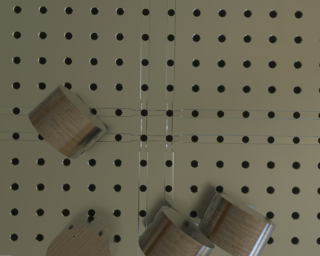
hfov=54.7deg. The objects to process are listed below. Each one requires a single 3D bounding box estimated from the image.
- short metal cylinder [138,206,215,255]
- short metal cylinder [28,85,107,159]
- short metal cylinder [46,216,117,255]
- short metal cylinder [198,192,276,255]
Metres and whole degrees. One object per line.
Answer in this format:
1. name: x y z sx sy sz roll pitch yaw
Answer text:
1. short metal cylinder: 0.020 0.143 0.386 0.080 0.080 0.050 35 90 0
2. short metal cylinder: -0.113 -0.008 0.385 0.050 0.080 0.080 -43 90 0
3. short metal cylinder: -0.099 0.161 0.400 0.081 0.050 0.079 0 90 0
4. short metal cylinder: 0.095 0.122 0.387 0.080 0.080 0.050 28 90 0
